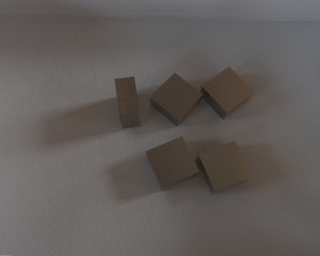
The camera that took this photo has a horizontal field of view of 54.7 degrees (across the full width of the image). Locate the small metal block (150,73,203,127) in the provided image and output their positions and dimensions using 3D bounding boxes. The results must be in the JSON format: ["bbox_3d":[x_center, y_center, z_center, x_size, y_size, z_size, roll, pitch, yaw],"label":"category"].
[{"bbox_3d":[0.022,-0.039,0.424,0.050,0.025,0.050,40,74,13],"label":"small metal block"}]

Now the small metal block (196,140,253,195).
[{"bbox_3d":[0.080,0.050,0.392,0.050,0.025,0.050,-20,72,-8],"label":"small metal block"}]

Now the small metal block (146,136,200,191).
[{"bbox_3d":[0.015,0.045,0.393,0.050,0.025,0.050,-22,72,-8],"label":"small metal block"}]

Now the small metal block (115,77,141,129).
[{"bbox_3d":[-0.042,-0.032,0.408,0.025,0.050,0.050,-8,70,-3],"label":"small metal block"}]

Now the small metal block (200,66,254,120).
[{"bbox_3d":[0.092,-0.048,0.428,0.050,0.025,0.050,-36,74,-13],"label":"small metal block"}]
